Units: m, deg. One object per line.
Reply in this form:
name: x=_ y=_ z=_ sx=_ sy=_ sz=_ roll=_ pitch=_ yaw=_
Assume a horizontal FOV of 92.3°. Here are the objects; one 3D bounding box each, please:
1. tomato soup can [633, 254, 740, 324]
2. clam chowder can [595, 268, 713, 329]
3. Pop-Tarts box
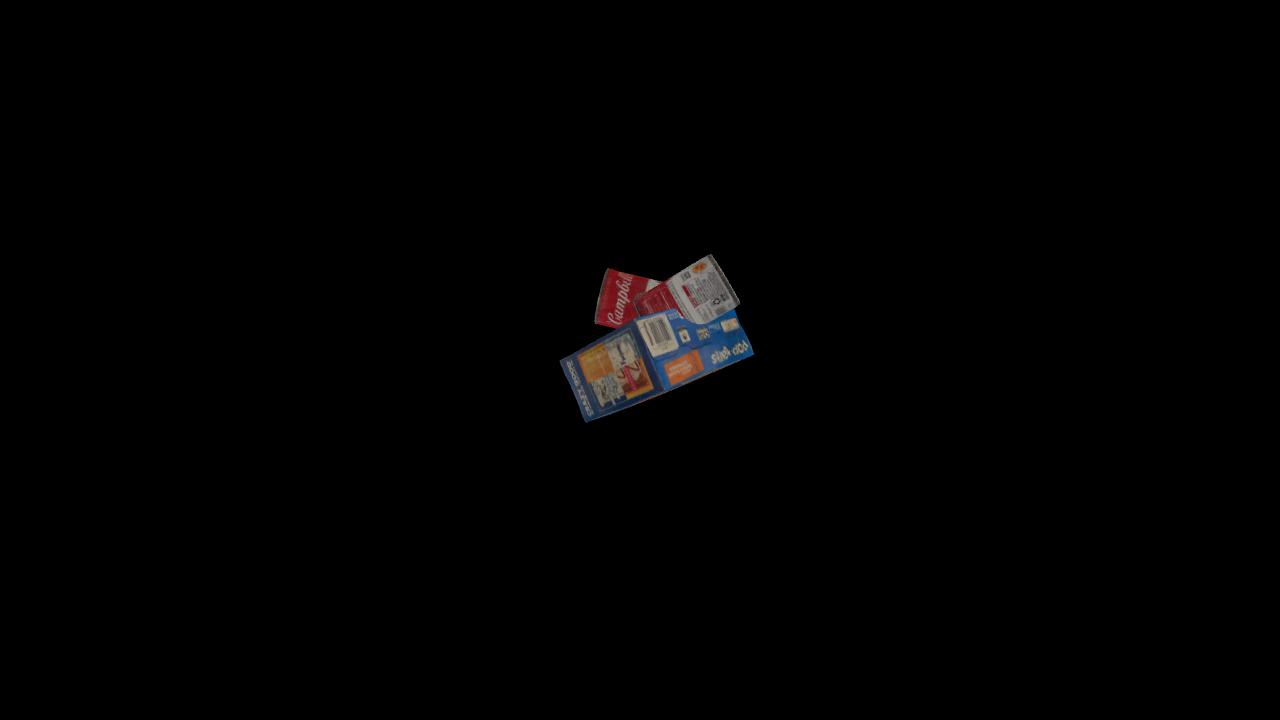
tomato soup can: x=0.052 y=-0.065 z=0.686 sx=0.101 sy=0.068 sz=0.068 roll=-31 pitch=-6 yaw=10
clam chowder can: x=0.004 y=-0.063 z=0.721 sx=0.102 sy=0.068 sz=0.068 roll=14 pitch=0 yaw=0
Pop-Tarts box: x=0.021 y=-0.002 z=0.715 sx=0.167 sy=0.083 sz=0.141 roll=-18 pitch=-5 yaw=-45
